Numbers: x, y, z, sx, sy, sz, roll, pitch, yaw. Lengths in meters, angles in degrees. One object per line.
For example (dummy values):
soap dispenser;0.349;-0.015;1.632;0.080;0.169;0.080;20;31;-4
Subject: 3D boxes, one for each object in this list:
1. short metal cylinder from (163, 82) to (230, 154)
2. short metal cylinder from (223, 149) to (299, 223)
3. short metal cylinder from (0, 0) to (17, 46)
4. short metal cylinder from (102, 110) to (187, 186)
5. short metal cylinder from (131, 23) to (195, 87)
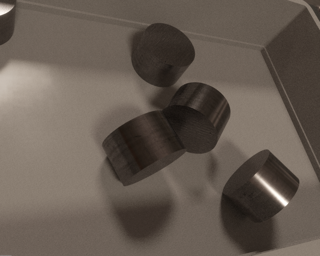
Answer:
short metal cylinder;0.045;-0.012;0.404;0.080;0.080;0.050;38;51;-3
short metal cylinder;0.128;0.073;0.397;0.050;0.080;0.080;45;51;2
short metal cylinder;-0.213;-0.141;0.361;0.081;0.050;0.080;14;56;-21
short metal cylinder;-0.017;0.023;0.348;0.081;0.080;0.050;-21;73;-36
short metal cylinder;0.004;-0.107;0.459;0.081;0.050;0.080;14;56;-21
